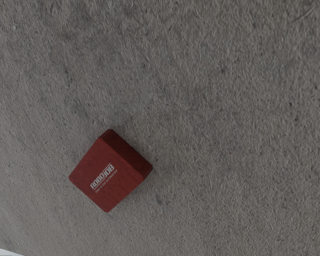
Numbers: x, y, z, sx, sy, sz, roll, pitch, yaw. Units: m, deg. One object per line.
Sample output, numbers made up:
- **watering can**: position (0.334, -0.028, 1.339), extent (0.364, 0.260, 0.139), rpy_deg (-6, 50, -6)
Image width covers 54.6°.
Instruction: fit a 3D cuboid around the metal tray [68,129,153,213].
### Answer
- **metal tray**: position (-0.082, 0.072, 0.492), extent (0.090, 0.030, 0.129), rpy_deg (42, 129, -1)
